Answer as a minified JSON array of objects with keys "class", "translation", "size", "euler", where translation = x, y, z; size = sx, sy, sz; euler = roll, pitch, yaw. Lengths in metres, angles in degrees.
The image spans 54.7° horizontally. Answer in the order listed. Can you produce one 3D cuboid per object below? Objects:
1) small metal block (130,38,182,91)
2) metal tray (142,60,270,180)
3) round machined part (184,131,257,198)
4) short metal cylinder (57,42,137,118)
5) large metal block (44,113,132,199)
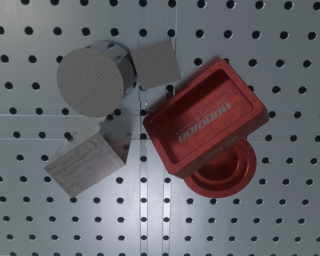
[{"class":"small metal block","translation":[-0.004,-0.079,0.384],"size":[0.050,0.025,0.050],"euler":[-15,110,5]},{"class":"metal tray","translation":[0.051,-0.010,0.376],"size":[0.130,0.090,0.030],"euler":[-37,146,12]},{"class":"round machined part","translation":[0.076,0.043,0.421],"size":[0.099,0.042,0.097],"euler":[0,110,0]},{"class":"short metal cylinder","translation":[-0.073,-0.059,0.369],"size":[0.080,0.050,0.079],"euler":[5,114,12]},{"class":"large metal block","translation":[-0.087,0.031,0.395],"size":[0.080,0.080,0.050],"euler":[-33,107,11]}]
